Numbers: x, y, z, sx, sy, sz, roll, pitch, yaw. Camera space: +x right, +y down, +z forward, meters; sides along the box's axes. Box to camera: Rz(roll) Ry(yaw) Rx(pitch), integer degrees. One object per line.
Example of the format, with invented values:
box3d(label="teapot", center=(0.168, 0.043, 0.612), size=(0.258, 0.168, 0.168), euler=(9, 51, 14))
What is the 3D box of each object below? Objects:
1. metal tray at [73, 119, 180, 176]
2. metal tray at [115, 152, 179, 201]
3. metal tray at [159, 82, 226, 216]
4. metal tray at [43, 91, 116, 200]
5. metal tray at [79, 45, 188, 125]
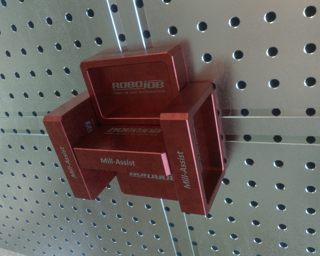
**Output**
box3d(label="metal tray", center=(-0.031, 0.017, 0.392), size=(0.130, 0.090, 0.030), euler=(1, 119, 27))
box3d(label="metal tray", center=(-0.004, 0.057, 0.442), size=(0.130, 0.030, 0.089), euler=(1, 119, 27))
box3d(label="metal tray", center=(0.043, 0.023, 0.359), size=(0.030, 0.090, 0.129), euler=(1, 119, 28))
box3d(label="metal tray", center=(-0.100, 0.023, 0.433), size=(0.030, 0.090, 0.129), euler=(1, 119, 28))
box3d(label="metal tray", center=(-0.030, -0.050, 0.391), size=(0.130, 0.030, 0.089), euler=(1, 119, 27))
